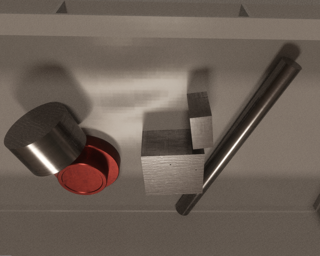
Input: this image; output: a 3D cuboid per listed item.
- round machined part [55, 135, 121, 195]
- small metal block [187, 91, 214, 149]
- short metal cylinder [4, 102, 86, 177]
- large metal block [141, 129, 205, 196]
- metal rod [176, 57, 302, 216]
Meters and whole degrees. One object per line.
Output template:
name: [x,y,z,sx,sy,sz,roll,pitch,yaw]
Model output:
round machined part: [-0.108,0.060,0.447,0.099,0.042,0.097,-1,130,0]
small metal block: [0.050,-0.010,0.385,0.025,0.050,0.050,-7,130,5]
short metal cylinder: [-0.140,0.013,0.382,0.080,0.080,0.050,-17,128,13]
large metal block: [0.018,0.049,0.434,0.081,0.050,0.079,-3,130,1]
metal rod: [0.094,0.033,0.438,0.025,0.025,0.298,17,128,-14]
